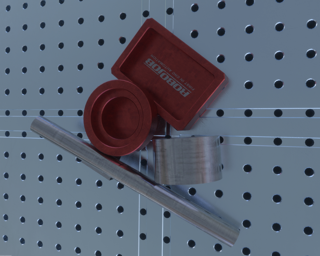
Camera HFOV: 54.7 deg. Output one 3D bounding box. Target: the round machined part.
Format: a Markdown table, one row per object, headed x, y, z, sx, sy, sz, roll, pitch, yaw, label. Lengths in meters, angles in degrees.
| x | y | z | sx | sy | sz | roll | pitch | yaw | label |
| --- | --- | --- | --- | --- | --- | --- | --- | --- | --- |
| -0.048 | -0.013 | 0.411 | 0.098 | 0.042 | 0.097 | 0 | 90 | 21 | round machined part |

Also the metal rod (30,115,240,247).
| x | y | z | sx | sy | sz | roll | pitch | yaw | label |
| --- | --- | --- | --- | --- | --- | --- | --- | --- | --- |
| -0.038 | 0.065 | 0.403 | 0.301 | 0.025 | 0.025 | 28 | 99 | 8 | metal rod |

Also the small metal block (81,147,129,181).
| x | y | z | sx | sy | sz | roll | pitch | yaw | label |
| --- | --- | --- | --- | --- | --- | --- | --- | --- | --- |
| -0.075 | 0.038 | 0.438 | 0.050 | 0.025 | 0.050 | 30 | 99 | 17 | small metal block |

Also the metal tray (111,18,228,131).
| x | y | z | sx | sy | sz | roll | pitch | yaw | label |
| --- | --- | --- | --- | --- | --- | --- | --- | --- | --- |
| 0.010 | -0.069 | 0.405 | 0.130 | 0.030 | 0.090 | 42 | 102 | 15 | metal tray |

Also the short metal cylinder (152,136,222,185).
| x | y | z | sx | sy | sz | roll | pitch | yaw | label |
| --- | --- | --- | --- | --- | --- | --- | --- | --- | --- |
| 0.032 | 0.036 | 0.370 | 0.080 | 0.080 | 0.050 | -4 | 89 | 19 | short metal cylinder |
